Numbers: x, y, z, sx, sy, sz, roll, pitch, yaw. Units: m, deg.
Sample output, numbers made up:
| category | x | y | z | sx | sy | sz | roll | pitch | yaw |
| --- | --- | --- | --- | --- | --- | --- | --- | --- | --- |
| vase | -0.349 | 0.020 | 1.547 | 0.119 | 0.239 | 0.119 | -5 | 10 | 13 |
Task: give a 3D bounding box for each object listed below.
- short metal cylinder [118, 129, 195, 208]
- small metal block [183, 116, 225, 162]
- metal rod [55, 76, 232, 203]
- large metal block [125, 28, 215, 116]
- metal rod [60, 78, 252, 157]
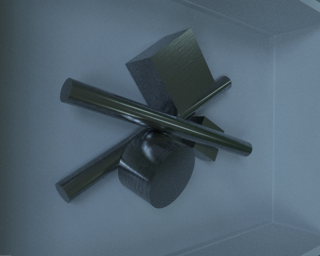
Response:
| category | x | y | z | sx | sy | sz | roll | pitch | yaw |
| --- | --- | --- | --- | --- | --- | --- | --- | --- | --- |
| short metal cylinder | -0.003 | 0.048 | 0.370 | 0.081 | 0.050 | 0.079 | -31 | 134 | -38 |
| small metal block | 0.064 | 0.016 | 0.459 | 0.050 | 0.025 | 0.050 | 33 | 69 | -35 |
| metal rod | 0.001 | -0.002 | 0.407 | 0.302 | 0.025 | 0.025 | -34 | 112 | -35 |
| large metal block | 0.016 | -0.071 | 0.403 | 0.080 | 0.050 | 0.080 | -43 | 117 | -31 |
| metal rod | 0.022 | -0.002 | 0.392 | 0.302 | 0.025 | 0.025 | 17 | 79 | -39 |
